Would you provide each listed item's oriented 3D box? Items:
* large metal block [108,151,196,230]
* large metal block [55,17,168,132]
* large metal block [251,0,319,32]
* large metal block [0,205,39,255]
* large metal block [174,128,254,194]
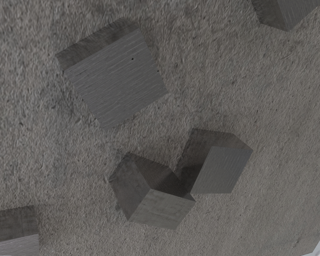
[{"bbox_3d":[-0.012,0.084,0.417,0.080,0.080,0.050,25,105,-37],"label":"large metal block"},{"bbox_3d":[-0.049,-0.057,0.328,0.080,0.050,0.080,-33,129,-7],"label":"large metal block"},{"bbox_3d":[0.152,-0.176,0.364,0.080,0.050,0.080,-42,130,0],"label":"large metal block"},{"bbox_3d":[-0.193,0.148,0.377,0.081,0.050,0.079,-5,121,-26],"label":"large metal block"},{"bbox_3d":[0.079,0.051,0.465,0.081,0.050,0.079,7,115,-32],"label":"large metal block"}]
